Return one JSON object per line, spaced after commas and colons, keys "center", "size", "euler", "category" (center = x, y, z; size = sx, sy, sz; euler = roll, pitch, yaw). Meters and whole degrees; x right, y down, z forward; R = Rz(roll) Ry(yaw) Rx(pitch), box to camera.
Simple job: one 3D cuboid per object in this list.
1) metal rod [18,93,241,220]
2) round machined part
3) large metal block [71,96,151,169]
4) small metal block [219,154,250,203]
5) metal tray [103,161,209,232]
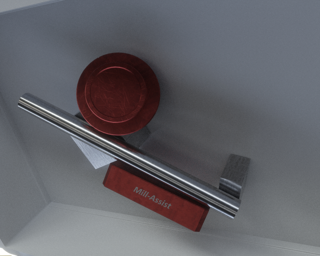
{"center": [-0.046, 0.029, 0.381], "size": [0.301, 0.025, 0.025], "euler": [26, 127, 11], "category": "metal rod"}
{"center": [-0.049, -0.040, 0.362], "size": [0.099, 0.042, 0.097], "euler": [0, 91, -1], "category": "round machined part"}
{"center": [-0.074, 0.001, 0.428], "size": [0.080, 0.050, 0.080], "euler": [-25, 105, 36], "category": "large metal block"}
{"center": [0.091, 0.069, 0.384], "size": [0.025, 0.050, 0.050], "euler": [14, 124, 20], "category": "small metal block"}
{"center": [0.003, 0.079, 0.406], "size": [0.130, 0.090, 0.030], "euler": [24, 100, 13], "category": "metal tray"}
